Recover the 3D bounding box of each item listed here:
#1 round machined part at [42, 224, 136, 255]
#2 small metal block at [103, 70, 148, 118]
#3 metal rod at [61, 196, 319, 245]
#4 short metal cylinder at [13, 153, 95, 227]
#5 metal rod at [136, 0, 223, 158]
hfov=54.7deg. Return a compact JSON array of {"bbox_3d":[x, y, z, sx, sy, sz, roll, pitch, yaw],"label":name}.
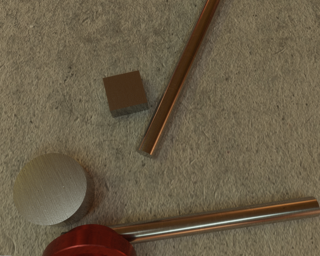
[{"bbox_3d":[-0.074,0.141,0.328,0.099,0.097,0.042,-7,29,-3],"label":"round machined part"},{"bbox_3d":[-0.047,-0.046,0.425,0.050,0.025,0.050,-14,71,-5],"label":"small metal block"},{"bbox_3d":[0.037,0.114,0.366,0.302,0.025,0.025,-7,70,-3],"label":"metal rod"},{"bbox_3d":[-0.122,0.074,0.366,0.081,0.050,0.080,0,70,0],"label":"short metal cylinder"},{"bbox_3d":[0.039,-0.096,0.443,0.025,0.025,0.300,22,71,7],"label":"metal rod"}]
